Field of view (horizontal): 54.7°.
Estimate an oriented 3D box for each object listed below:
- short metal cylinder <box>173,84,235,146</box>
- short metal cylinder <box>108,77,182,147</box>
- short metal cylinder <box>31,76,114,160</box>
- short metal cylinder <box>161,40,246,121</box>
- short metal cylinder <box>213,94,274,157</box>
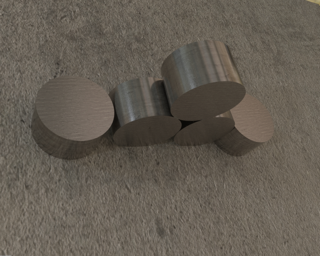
[{"bbox_3d":[0.051,-0.016,0.408,0.081,0.080,0.050,0,61,-28],"label":"short metal cylinder"},{"bbox_3d":[-0.019,-0.017,0.369,0.081,0.080,0.050,0,62,-28],"label":"short metal cylinder"},{"bbox_3d":[-0.097,-0.011,0.343,0.081,0.050,0.080,14,56,-21],"label":"short metal cylinder"},{"bbox_3d":[0.045,-0.048,0.335,0.081,0.080,0.050,1,63,-28],"label":"short metal cylinder"},{"bbox_3d":[0.118,-0.004,0.454,0.081,0.050,0.080,14,56,-21],"label":"short metal cylinder"}]
